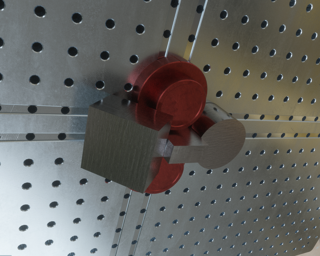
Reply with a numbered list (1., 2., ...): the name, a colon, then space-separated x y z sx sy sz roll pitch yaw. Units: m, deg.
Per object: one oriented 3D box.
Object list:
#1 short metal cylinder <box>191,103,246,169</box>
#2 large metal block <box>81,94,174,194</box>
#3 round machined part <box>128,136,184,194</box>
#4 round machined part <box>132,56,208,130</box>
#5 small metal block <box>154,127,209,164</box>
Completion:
1. short metal cylinder: 0.073 0.011 0.440 0.081 0.050 0.079 -14 124 -21
2. large metal block: -0.038 0.016 0.357 0.050 0.080 0.079 -46 153 -61
3. round machined part: -0.006 0.052 0.429 0.099 0.042 0.097 -14 124 -21
4. round machined part: 0.018 -0.036 0.388 0.099 0.042 0.097 -14 124 -21
5. small metal block: 0.025 0.020 0.392 0.050 0.050 0.025 1 118 -29
